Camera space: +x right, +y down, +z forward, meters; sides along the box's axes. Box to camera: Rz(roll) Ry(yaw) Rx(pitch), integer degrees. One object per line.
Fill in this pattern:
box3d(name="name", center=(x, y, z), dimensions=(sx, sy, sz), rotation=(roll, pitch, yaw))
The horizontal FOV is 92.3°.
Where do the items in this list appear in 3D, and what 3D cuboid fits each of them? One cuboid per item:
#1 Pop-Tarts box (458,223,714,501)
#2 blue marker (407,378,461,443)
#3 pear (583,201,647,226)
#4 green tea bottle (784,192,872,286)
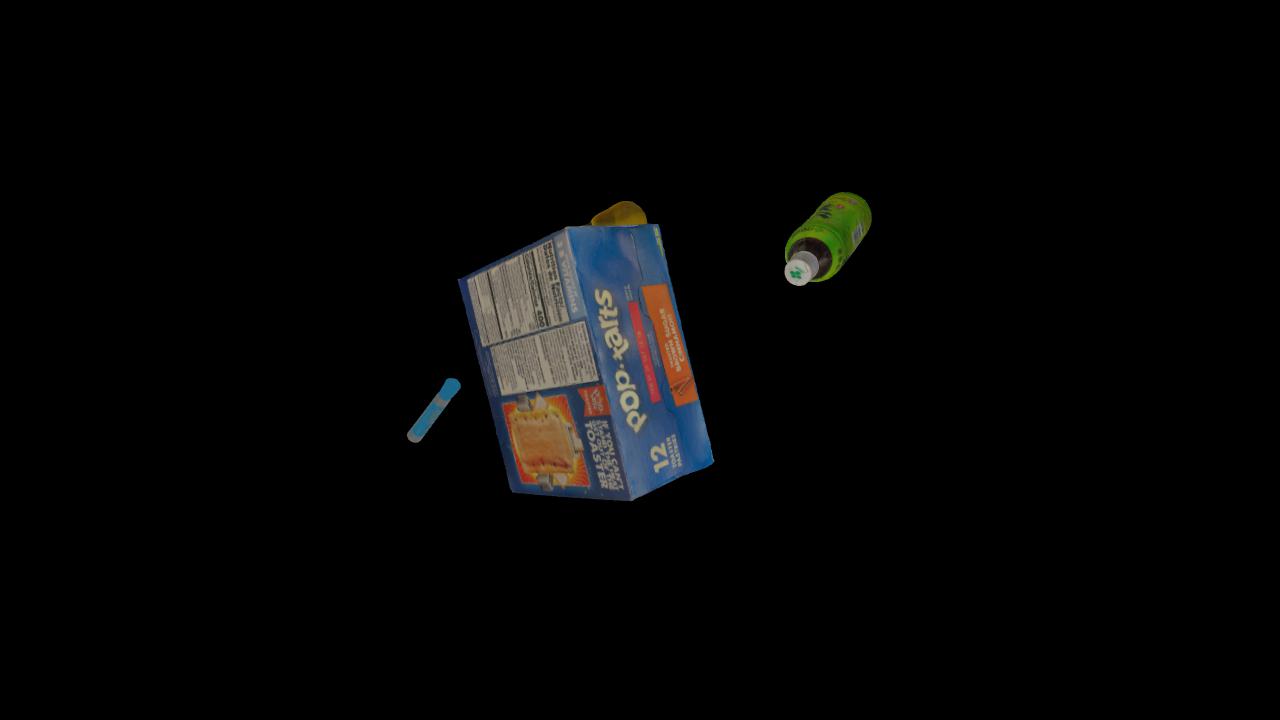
box3d(name="Pop-Tarts box", center=(-0.042, 0.004, 0.433), dimensions=(0.083, 0.167, 0.141), rotation=(-17, 4, -42))
box3d(name="blue marker", center=(-0.248, 0.061, 0.740), dimensions=(0.020, 0.020, 0.121), rotation=(0, -36, -47))
box3d(name="pear", center=(-0.046, -0.235, 1.049), dimensions=(0.111, 0.080, 0.080), rotation=(6, -3, -26))
box3d(name="green tea bottle", center=(0.221, -0.141, 0.733), dimensions=(0.073, 0.073, 0.212), rotation=(0, 27, 32))
